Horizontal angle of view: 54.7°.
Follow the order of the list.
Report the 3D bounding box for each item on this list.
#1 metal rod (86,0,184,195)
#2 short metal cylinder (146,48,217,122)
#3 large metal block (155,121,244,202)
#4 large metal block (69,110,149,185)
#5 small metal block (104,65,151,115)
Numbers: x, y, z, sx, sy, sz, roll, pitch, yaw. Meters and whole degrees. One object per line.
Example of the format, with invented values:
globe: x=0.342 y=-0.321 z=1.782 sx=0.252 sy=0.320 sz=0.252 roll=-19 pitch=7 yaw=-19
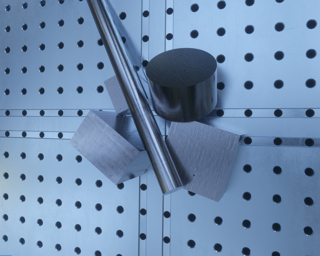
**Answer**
metal rod: x=-0.040 y=-0.060 z=0.394 sx=0.025 sy=0.025 sz=0.299 roll=-29 pitch=69 yaw=17
short metal cylinder: x=0.027 y=-0.052 z=0.366 sx=0.080 sy=0.080 sz=0.050 roll=9 pitch=137 yaw=19
large metal block: x=0.050 y=0.034 z=0.381 sx=0.080 sy=0.050 sz=0.080 roll=19 pitch=96 yaw=18
large metal block: x=-0.054 y=0.022 z=0.401 sx=0.080 sy=0.080 sz=0.050 roll=39 pitch=102 yaw=15
small metal block: x=-0.042 y=-0.051 z=0.427 sx=0.050 sy=0.025 sz=0.050 roll=-25 pitch=82 yaw=18
